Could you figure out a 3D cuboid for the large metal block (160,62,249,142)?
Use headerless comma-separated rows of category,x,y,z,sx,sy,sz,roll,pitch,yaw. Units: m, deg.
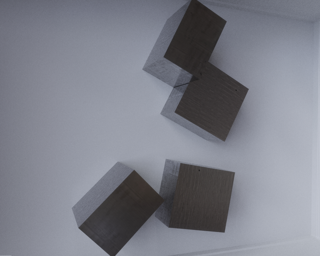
large metal block,0.060,-0.036,0.421,0.080,0.050,0.080,29,80,-18

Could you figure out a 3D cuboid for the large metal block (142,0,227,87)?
large metal block,0.028,-0.103,0.393,0.050,0.080,0.080,28,81,-18

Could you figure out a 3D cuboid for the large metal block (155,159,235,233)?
large metal block,0.046,0.090,0.416,0.081,0.050,0.080,12,86,-20

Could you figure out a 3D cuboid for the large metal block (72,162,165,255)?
large metal block,-0.052,0.090,0.363,0.080,0.080,0.050,-46,105,-14
